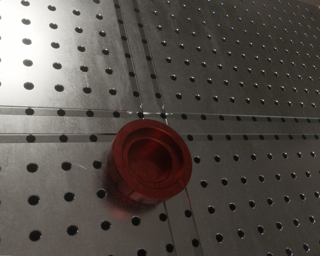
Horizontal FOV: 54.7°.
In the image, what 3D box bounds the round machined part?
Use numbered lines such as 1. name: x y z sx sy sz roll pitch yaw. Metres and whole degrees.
1. round machined part: -0.015 0.042 0.365 0.099 0.042 0.098 14 56 -21
